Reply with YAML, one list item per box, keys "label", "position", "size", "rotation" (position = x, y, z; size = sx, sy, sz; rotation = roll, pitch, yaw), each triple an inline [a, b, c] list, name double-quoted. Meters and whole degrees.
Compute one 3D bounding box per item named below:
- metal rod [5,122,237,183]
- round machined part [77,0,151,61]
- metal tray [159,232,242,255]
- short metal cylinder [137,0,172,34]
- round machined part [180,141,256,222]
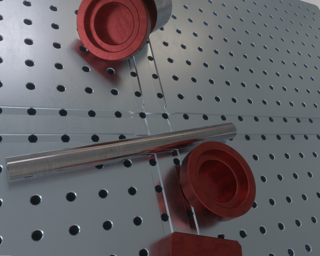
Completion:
- label: "metal rod"
  position: [-0.022, 0.023, 0.382]
  size: [0.303, 0.025, 0.025]
  rotation: [-8, 66, -32]
- label: "round machined part"
  position: [-0.060, -0.143, 0.429]
  size: [0.098, 0.098, 0.042]
  rotation: [42, 16, 0]
- label: "metal tray"
  position: [0.044, 0.181, 0.318]
  size: [0.091, 0.030, 0.130]
  rotation: [15, 55, -20]
- label: "short metal cylinder"
  position: [-0.029, -0.180, 0.463]
  size: [0.080, 0.080, 0.050]
  rotation: [41, 42, 0]
- label: "round machined part"
  position: [0.068, 0.069, 0.392]
  size: [0.099, 0.042, 0.098]
  rotation: [14, 56, -21]
